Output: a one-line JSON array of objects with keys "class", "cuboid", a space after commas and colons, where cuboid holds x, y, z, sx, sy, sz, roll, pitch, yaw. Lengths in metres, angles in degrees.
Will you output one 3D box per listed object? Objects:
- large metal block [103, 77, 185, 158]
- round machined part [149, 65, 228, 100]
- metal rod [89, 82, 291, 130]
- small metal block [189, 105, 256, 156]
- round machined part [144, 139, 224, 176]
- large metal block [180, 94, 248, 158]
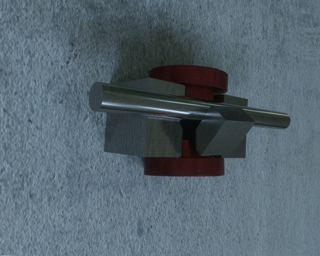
[{"class": "large metal block", "cuboid": [-0.020, -0.009, 0.354, 0.050, 0.080, 0.080, 6, 87, -40]}, {"class": "round machined part", "cuboid": [0.034, -0.047, 0.387, 0.099, 0.098, 0.042, 5, 88, -40]}, {"class": "metal rod", "cuboid": [0.062, -0.018, 0.354, 0.302, 0.025, 0.025, 4, 88, -40]}, {"class": "small metal block", "cuboid": [0.069, 0.004, 0.342, 0.050, 0.025, 0.050, 2, 129, -38]}, {"class": "round machined part", "cuboid": [0.030, 0.037, 0.383, 0.099, 0.098, 0.042, 6, 81, -40]}, {"class": "large metal block", "cuboid": [0.072, -0.001, 0.431, 0.050, 0.080, 0.080, 5, 87, -40]}]
